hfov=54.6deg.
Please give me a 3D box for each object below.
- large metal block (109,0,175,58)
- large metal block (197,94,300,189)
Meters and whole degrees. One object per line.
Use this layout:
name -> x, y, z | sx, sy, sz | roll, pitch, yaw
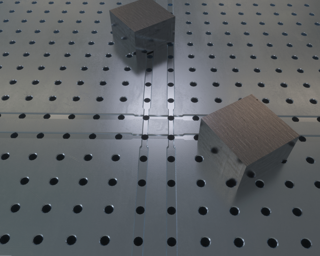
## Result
large metal block -> -0.030, -0.177, 0.541 | 0.080, 0.050, 0.080 | -28, 56, -22
large metal block -> 0.104, 0.014, 0.380 | 0.080, 0.050, 0.080 | -25, 54, -20
